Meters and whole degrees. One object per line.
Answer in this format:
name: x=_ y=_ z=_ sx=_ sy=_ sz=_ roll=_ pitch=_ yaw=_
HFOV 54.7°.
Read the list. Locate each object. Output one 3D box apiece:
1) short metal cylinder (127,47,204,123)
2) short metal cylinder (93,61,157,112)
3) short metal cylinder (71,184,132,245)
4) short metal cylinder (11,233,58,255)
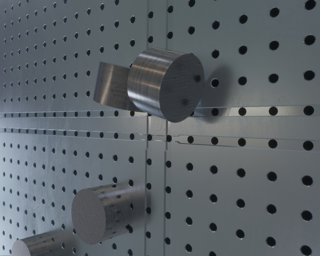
short metal cylinder: x=0.008 y=-0.052 z=0.367 sx=0.050 sy=0.081 sz=0.079 roll=23 pitch=104 yaw=37
short metal cylinder: x=-0.044 y=-0.055 z=0.410 sx=0.080 sy=0.081 sz=0.050 roll=21 pitch=103 yaw=38
short metal cylinder: x=-0.088 y=0.128 z=0.466 sx=0.080 sy=0.050 sz=0.079 roll=0 pitch=90 yaw=40
short metal cylinder: x=-0.241 y=0.248 z=0.592 sx=0.080 sy=0.050 sz=0.079 roll=0 pitch=90 yaw=40
